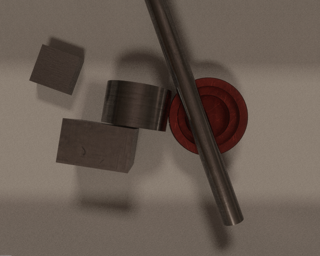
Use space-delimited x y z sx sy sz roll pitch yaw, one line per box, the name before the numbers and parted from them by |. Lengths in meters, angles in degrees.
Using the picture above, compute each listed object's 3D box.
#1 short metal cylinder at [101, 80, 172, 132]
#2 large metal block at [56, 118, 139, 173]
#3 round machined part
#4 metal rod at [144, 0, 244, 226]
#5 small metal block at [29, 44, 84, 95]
short metal cylinder | -0.029 -0.026 0.384 0.081 0.080 0.050 9 90 -1
large metal block | -0.072 0.019 0.383 0.081 0.080 0.050 9 90 -1
round machined part | 0.060 -0.014 0.404 0.099 0.042 0.097 0 90 -1
metal rod | 0.038 -0.029 0.369 0.025 0.025 0.298 -19 90 0
small metal block | -0.136 -0.076 0.410 0.050 0.025 0.050 20 90 -1
